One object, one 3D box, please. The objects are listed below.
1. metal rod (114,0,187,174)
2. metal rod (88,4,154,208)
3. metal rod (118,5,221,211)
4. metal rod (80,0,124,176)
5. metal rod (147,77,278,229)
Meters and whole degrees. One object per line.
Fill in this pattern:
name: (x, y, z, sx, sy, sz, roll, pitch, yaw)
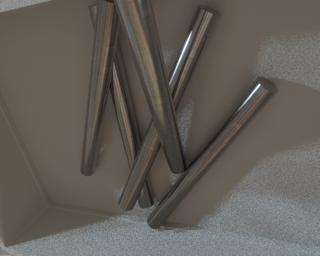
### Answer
metal rod: (0.000, -0.029, 0.307, 0.025, 0.025, 0.299, 14, 151, 20)
metal rod: (-0.046, -0.012, 0.423, 0.025, 0.025, 0.298, 4, 120, 26)
metal rod: (-0.001, -0.002, 0.387, 0.025, 0.025, 0.298, 29, 122, 9)
metal rod: (-0.083, -0.029, 0.407, 0.025, 0.025, 0.298, 29, 136, 9)
metal rod: (0.051, 0.055, 0.414, 0.025, 0.025, 0.298, 35, 129, 5)
